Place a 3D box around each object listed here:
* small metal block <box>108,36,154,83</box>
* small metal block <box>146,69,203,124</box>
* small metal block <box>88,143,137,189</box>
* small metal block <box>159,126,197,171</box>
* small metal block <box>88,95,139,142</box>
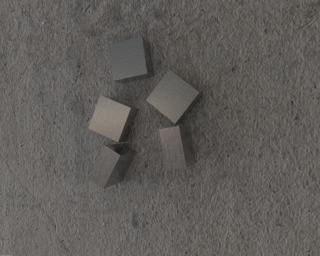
[{"bbox_3d":[-0.039,-0.092,0.423,0.050,0.025,0.050,-9,87,19],"label":"small metal block"},{"bbox_3d":[0.020,-0.040,0.402,0.050,0.025,0.050,40,103,15],"label":"small metal block"},{"bbox_3d":[-0.063,0.050,0.418,0.025,0.050,0.050,31,100,17],"label":"small metal block"},{"bbox_3d":[0.023,0.024,0.387,0.025,0.050,0.050,-11,86,20],"label":"small metal block"},{"bbox_3d":[-0.065,-0.013,0.432,0.050,0.025,0.050,23,98,18],"label":"small metal block"}]
